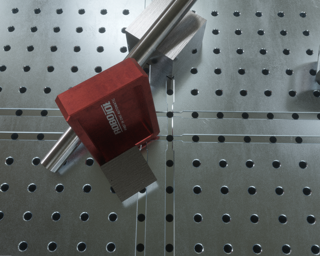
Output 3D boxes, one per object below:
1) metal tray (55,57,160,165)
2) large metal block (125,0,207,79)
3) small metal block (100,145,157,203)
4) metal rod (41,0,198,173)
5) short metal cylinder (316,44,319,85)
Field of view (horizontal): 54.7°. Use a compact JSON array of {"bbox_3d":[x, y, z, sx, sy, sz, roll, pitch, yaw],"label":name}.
[{"bbox_3d":[-0.051,-0.011,0.358,0.090,0.130,0.030,-31,63,-10],"label":"metal tray"},{"bbox_3d":[0.009,-0.133,0.447,0.080,0.050,0.080,35,74,11],"label":"large metal block"},{"bbox_3d":[-0.039,0.055,0.382,0.050,0.025,0.050,-31,95,-11],"label":"small metal block"},{"bbox_3d":[-0.047,-0.068,0.397,0.025,0.025,0.300,39,89,13],"label":"metal rod"},{"bbox_3d":[0.257,-0.089,0.417,0.080,0.080,0.050,14,71,5],"label":"short metal cylinder"}]
